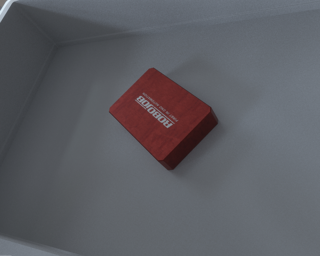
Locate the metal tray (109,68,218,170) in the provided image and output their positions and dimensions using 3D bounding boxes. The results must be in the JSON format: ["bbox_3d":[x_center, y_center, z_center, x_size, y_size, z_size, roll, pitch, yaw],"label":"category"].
[{"bbox_3d":[0.000,-0.017,0.414,0.090,0.030,0.130,-46,51,-4],"label":"metal tray"}]
